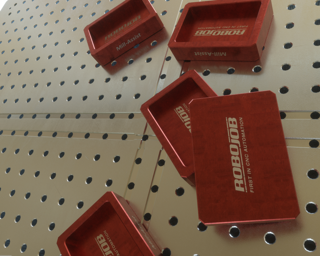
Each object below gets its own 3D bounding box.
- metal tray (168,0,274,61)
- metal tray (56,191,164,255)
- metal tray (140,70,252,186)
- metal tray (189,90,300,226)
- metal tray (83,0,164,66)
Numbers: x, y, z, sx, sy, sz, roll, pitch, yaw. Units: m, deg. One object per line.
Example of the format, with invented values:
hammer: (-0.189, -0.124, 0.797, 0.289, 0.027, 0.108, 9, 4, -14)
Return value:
metal tray: (0.086, -0.142, 0.447, 0.130, 0.030, 0.090, 9, 66, 32)
metal tray: (-0.051, 0.146, 0.343, 0.090, 0.030, 0.130, -43, 51, -2)
metal tray: (0.040, -0.005, 0.387, 0.090, 0.030, 0.130, -36, 51, 4)
metal tray: (0.080, 0.030, 0.317, 0.090, 0.030, 0.130, -6, 68, 8)
metal tray: (-0.068, -0.178, 0.550, 0.130, 0.030, 0.090, -30, 52, 9)
